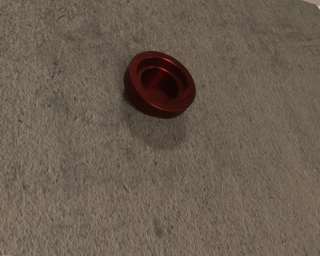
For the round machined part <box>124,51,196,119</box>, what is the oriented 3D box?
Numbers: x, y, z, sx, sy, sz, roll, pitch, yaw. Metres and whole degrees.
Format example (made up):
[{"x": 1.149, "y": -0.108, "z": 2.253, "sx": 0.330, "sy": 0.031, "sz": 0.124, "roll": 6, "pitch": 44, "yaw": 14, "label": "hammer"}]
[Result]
[{"x": -0.004, "y": -0.054, "z": 0.426, "sx": 0.099, "sy": 0.042, "sz": 0.098, "roll": 14, "pitch": 56, "yaw": -21, "label": "round machined part"}]
